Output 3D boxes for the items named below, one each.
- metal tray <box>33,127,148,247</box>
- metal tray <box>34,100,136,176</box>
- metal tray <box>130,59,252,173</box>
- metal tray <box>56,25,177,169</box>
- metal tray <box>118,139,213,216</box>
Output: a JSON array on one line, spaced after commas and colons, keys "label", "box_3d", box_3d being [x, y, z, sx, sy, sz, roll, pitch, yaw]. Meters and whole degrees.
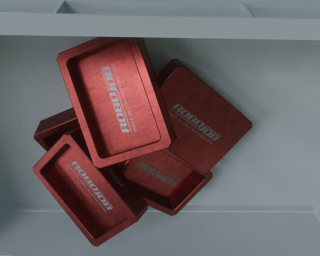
[{"label": "metal tray", "box_3d": [-0.088, 0.074, 0.383, 0.090, 0.030, 0.130, -40, 88, 31]}, {"label": "metal tray", "box_3d": [-0.095, 0.031, 0.430, 0.090, 0.030, 0.130, -20, 128, 16]}, {"label": "metal tray", "box_3d": [0.038, -0.011, 0.381, 0.130, 0.030, 0.090, 34, 105, -26]}, {"label": "metal tray", "box_3d": [-0.045, -0.031, 0.332, 0.090, 0.030, 0.129, -18, 92, 14]}, {"label": "metal tray", "box_3d": [0.000, 0.065, 0.432, 0.130, 0.030, 0.090, 33, 104, -33]}]
